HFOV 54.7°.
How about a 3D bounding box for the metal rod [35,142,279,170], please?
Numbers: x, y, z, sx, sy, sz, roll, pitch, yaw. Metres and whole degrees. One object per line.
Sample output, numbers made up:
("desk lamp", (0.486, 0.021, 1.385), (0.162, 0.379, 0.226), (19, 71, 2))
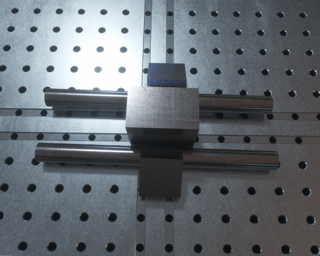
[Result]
("metal rod", (-0.004, 0.036, 0.395), (0.302, 0.025, 0.025), (2, 70, 0))

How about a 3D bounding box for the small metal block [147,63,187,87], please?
("small metal block", (0.009, -0.066, 0.420), (0.050, 0.025, 0.050), (1, 36, 0))

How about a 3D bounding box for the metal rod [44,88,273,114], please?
("metal rod", (-0.002, -0.036, 0.420), (0.302, 0.025, 0.025), (2, 70, 0))

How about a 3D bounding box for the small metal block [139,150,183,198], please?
("small metal block", (0.001, 0.055, 0.375), (0.050, 0.025, 0.050), (3, 108, 0))

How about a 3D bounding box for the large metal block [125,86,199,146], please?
("large metal block", (0.003, -0.010, 0.381), (0.081, 0.080, 0.050), (2, 70, 0))
